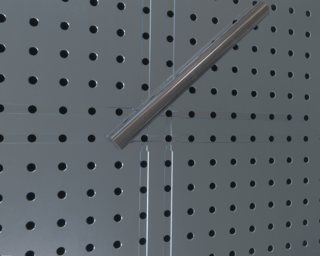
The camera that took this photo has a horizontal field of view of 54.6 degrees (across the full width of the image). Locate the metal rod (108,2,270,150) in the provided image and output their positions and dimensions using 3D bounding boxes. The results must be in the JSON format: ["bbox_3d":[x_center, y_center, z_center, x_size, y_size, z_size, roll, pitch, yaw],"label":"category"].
[{"bbox_3d":[0.049,-0.080,0.430,0.301,0.025,0.025,-43,104,-15],"label":"metal rod"}]
